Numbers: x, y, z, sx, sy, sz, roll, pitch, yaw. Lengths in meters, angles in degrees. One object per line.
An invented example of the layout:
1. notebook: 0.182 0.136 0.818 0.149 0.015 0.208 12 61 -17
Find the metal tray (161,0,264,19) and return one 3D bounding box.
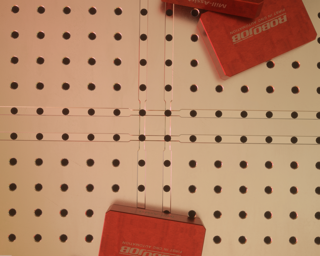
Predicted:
1. metal tray: 0.071 -0.196 0.391 0.131 0.030 0.090 14 77 9

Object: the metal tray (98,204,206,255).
1. metal tray: -0.012 0.159 0.411 0.131 0.030 0.089 10 90 -1

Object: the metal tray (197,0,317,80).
1. metal tray: 0.127 -0.131 0.413 0.131 0.030 0.090 -24 90 -1
